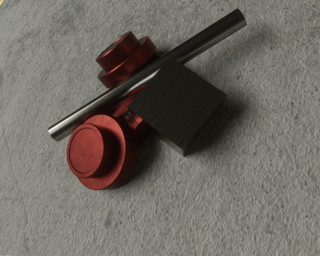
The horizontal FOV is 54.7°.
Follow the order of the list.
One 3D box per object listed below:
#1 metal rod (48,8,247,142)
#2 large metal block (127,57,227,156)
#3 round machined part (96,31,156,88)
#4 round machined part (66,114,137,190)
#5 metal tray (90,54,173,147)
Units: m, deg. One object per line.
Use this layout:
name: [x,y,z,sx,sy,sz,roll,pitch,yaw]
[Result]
metal rod: [-0.022,-0.067,0.421,0.300,0.025,0.025,-31,52,8]
large metal block: [0.021,-0.024,0.375,0.080,0.050,0.080,37,81,14]
round machined part: [-0.057,-0.107,0.464,0.098,0.042,0.098,-33,23,17]
round machined part: [-0.081,0.030,0.396,0.098,0.042,0.098,-6,78,34]
metal tray: [-0.030,-0.046,0.446,0.090,0.030,0.130,27,76,37]
